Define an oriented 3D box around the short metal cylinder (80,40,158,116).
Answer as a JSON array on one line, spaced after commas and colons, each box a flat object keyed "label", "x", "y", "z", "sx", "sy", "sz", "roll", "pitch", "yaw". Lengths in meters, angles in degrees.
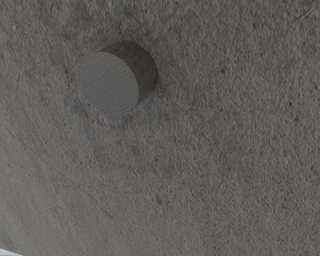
[{"label": "short metal cylinder", "x": -0.050, "y": -0.061, "z": 0.380, "sx": 0.080, "sy": 0.050, "sz": 0.080, "roll": 13, "pitch": 124, "yaw": 21}]
